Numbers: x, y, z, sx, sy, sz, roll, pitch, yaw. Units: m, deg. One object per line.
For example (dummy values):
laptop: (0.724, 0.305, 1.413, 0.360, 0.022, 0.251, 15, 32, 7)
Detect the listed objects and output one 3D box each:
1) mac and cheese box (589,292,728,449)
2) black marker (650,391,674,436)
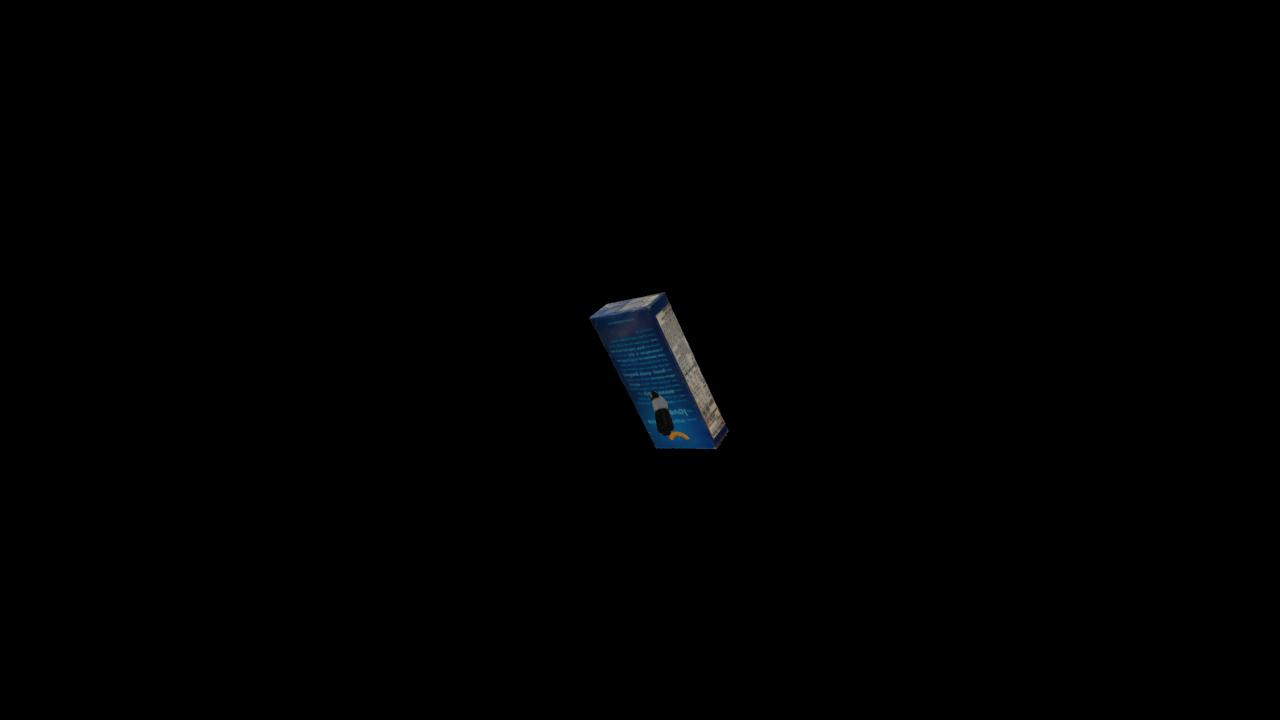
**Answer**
mac and cheese box: (0.023, 0.017, 0.697, 0.093, 0.184, 0.041, -8, 27, 41)
black marker: (0.017, 0.029, 0.699, 0.020, 0.121, 0.020, -10, -28, -6)
